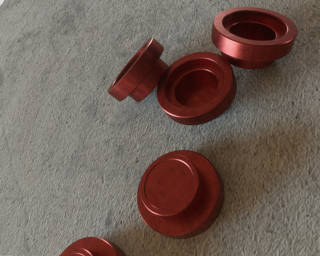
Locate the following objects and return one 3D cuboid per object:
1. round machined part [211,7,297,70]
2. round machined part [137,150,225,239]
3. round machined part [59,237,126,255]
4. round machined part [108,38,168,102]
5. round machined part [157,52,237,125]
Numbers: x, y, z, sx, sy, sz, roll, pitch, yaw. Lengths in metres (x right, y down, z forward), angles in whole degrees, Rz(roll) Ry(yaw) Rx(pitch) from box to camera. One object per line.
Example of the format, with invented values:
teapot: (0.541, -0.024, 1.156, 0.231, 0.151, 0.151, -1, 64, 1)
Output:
round machined part: (0.113, -0.109, 0.384, 0.099, 0.042, 0.098, 1, 45, 0)
round machined part: (0.018, 0.068, 0.342, 0.098, 0.042, 0.098, -13, 56, 21)
round machined part: (-0.084, 0.168, 0.334, 0.098, 0.042, 0.098, -13, 56, 21)
round machined part: (-0.026, -0.075, 0.433, 0.098, 0.042, 0.098, -46, 17, 19)
round machined part: (0.049, -0.046, 0.395, 0.098, 0.042, 0.098, -12, 57, 20)
